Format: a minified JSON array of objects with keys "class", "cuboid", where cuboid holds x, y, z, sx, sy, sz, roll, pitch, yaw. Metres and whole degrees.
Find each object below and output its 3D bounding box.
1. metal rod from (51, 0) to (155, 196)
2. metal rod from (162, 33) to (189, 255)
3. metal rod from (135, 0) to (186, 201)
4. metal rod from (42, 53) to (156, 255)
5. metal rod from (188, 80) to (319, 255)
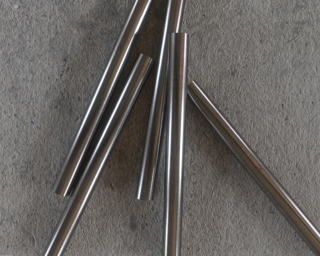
[{"class":"metal rod","cuboid":[-0.071,-0.052,0.409,0.025,0.025,0.299,24,90,0]},{"class":"metal rod","cuboid":[0.019,0.032,0.398,0.025,0.025,0.298,2,95,0]},{"class":"metal rod","cuboid":[0.003,-0.055,0.409,0.025,0.025,0.298,9,90,0]},{"class":"metal rod","cuboid":[-0.081,0.042,0.409,0.025,0.025,0.299,26,90,0]},{"class":"metal rod","cuboid":[0.132,0.059,0.410,0.025,0.025,0.300,-40,90,0]}]
